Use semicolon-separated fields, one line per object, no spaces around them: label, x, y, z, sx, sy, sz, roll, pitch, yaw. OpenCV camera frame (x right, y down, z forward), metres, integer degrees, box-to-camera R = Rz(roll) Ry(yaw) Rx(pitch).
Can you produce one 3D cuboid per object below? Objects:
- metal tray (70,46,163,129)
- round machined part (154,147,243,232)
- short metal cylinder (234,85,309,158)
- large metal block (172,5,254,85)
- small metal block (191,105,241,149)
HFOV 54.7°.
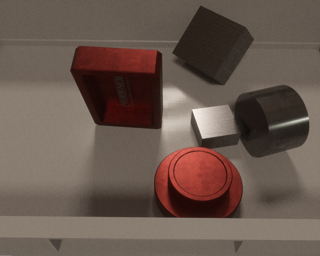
metal tray;-0.043;-0.042;0.369;0.091;0.130;0.030;4;65;3
round machined part;0.043;0.060;0.344;0.099;0.042;0.098;0;50;0
short metal cylinder;0.133;-0.009;0.378;0.050;0.080;0.080;-13;52;-11
large metal block;0.080;-0.123;0.466;0.080;0.050;0.080;38;103;27
small metal block;0.072;-0.001;0.407;0.050;0.025;0.050;-8;51;-7
